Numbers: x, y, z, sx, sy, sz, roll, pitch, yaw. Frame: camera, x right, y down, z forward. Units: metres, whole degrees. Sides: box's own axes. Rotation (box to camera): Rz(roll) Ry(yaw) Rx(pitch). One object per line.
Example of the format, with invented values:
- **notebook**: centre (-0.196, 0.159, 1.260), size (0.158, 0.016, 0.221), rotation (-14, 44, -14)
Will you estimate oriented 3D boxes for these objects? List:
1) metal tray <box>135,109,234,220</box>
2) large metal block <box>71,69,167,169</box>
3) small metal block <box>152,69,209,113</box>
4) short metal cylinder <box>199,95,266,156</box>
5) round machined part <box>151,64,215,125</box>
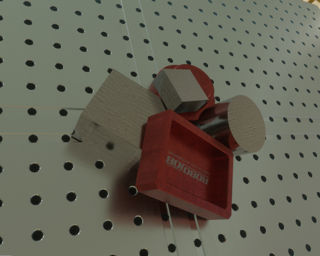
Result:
- **metal tray**: centre (0.036, 0.047, 0.359), size (0.130, 0.030, 0.090), rotation (31, 55, -37)
- **large metal block**: centre (-0.046, -0.011, 0.374), size (0.080, 0.050, 0.080), rotation (31, 52, -8)
- **small metal block**: centre (0.026, -0.047, 0.391), size (0.050, 0.025, 0.050), rotation (-9, 63, -44)
- **short metal cylinder**: centre (0.102, -0.001, 0.433), size (0.081, 0.050, 0.080), rotation (13, 68, -36)
- **round machined part**: centre (0.039, -0.054, 0.451), size (0.099, 0.042, 0.098), rotation (14, 56, -21)
